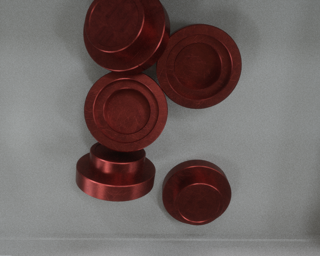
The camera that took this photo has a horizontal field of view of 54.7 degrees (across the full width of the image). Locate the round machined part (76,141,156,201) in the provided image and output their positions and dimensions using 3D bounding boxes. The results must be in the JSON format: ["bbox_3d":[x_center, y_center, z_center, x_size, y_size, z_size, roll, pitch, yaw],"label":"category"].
[{"bbox_3d":[-0.054,0.047,0.389,0.099,0.098,0.042,7,110,-3],"label":"round machined part"}]

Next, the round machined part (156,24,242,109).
[{"bbox_3d":[0.045,-0.076,0.375,0.099,0.042,0.097,0,110,-1],"label":"round machined part"}]

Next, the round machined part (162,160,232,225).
[{"bbox_3d":[0.053,0.098,0.439,0.099,0.042,0.097,0,110,-1],"label":"round machined part"}]

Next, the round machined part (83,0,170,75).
[{"bbox_3d":[-0.042,-0.110,0.339,0.098,0.042,0.097,-1,87,18],"label":"round machined part"}]

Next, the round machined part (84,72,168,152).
[{"bbox_3d":[-0.040,-0.020,0.384,0.099,0.042,0.097,0,90,0],"label":"round machined part"}]
